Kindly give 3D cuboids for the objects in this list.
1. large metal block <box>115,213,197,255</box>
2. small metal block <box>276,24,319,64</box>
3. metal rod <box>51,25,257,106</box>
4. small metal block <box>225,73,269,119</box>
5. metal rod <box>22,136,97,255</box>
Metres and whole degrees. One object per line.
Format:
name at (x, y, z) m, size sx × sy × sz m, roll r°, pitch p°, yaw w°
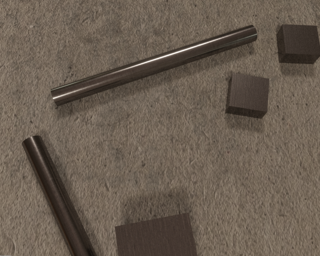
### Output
large metal block at (-0.002, 0.143, 0.342) m, size 0.081 × 0.050 × 0.080 m, roll -10°, pitch 70°, yaw -4°
small metal block at (0.203, -0.123, 0.456) m, size 0.050 × 0.025 × 0.050 m, roll 3°, pitch 70°, yaw 0°
metal rod at (-0.003, -0.091, 0.441) m, size 0.302 × 0.025 × 0.025 m, roll -20°, pitch 72°, yaw -8°
small metal block at (0.120, -0.044, 0.426) m, size 0.050 × 0.025 × 0.050 m, roll 9°, pitch 70°, yaw 3°
metal rod at (-0.091, 0.139, 0.356) m, size 0.025 × 0.025 × 0.299 m, roll -28°, pitch 73°, yaw -10°
